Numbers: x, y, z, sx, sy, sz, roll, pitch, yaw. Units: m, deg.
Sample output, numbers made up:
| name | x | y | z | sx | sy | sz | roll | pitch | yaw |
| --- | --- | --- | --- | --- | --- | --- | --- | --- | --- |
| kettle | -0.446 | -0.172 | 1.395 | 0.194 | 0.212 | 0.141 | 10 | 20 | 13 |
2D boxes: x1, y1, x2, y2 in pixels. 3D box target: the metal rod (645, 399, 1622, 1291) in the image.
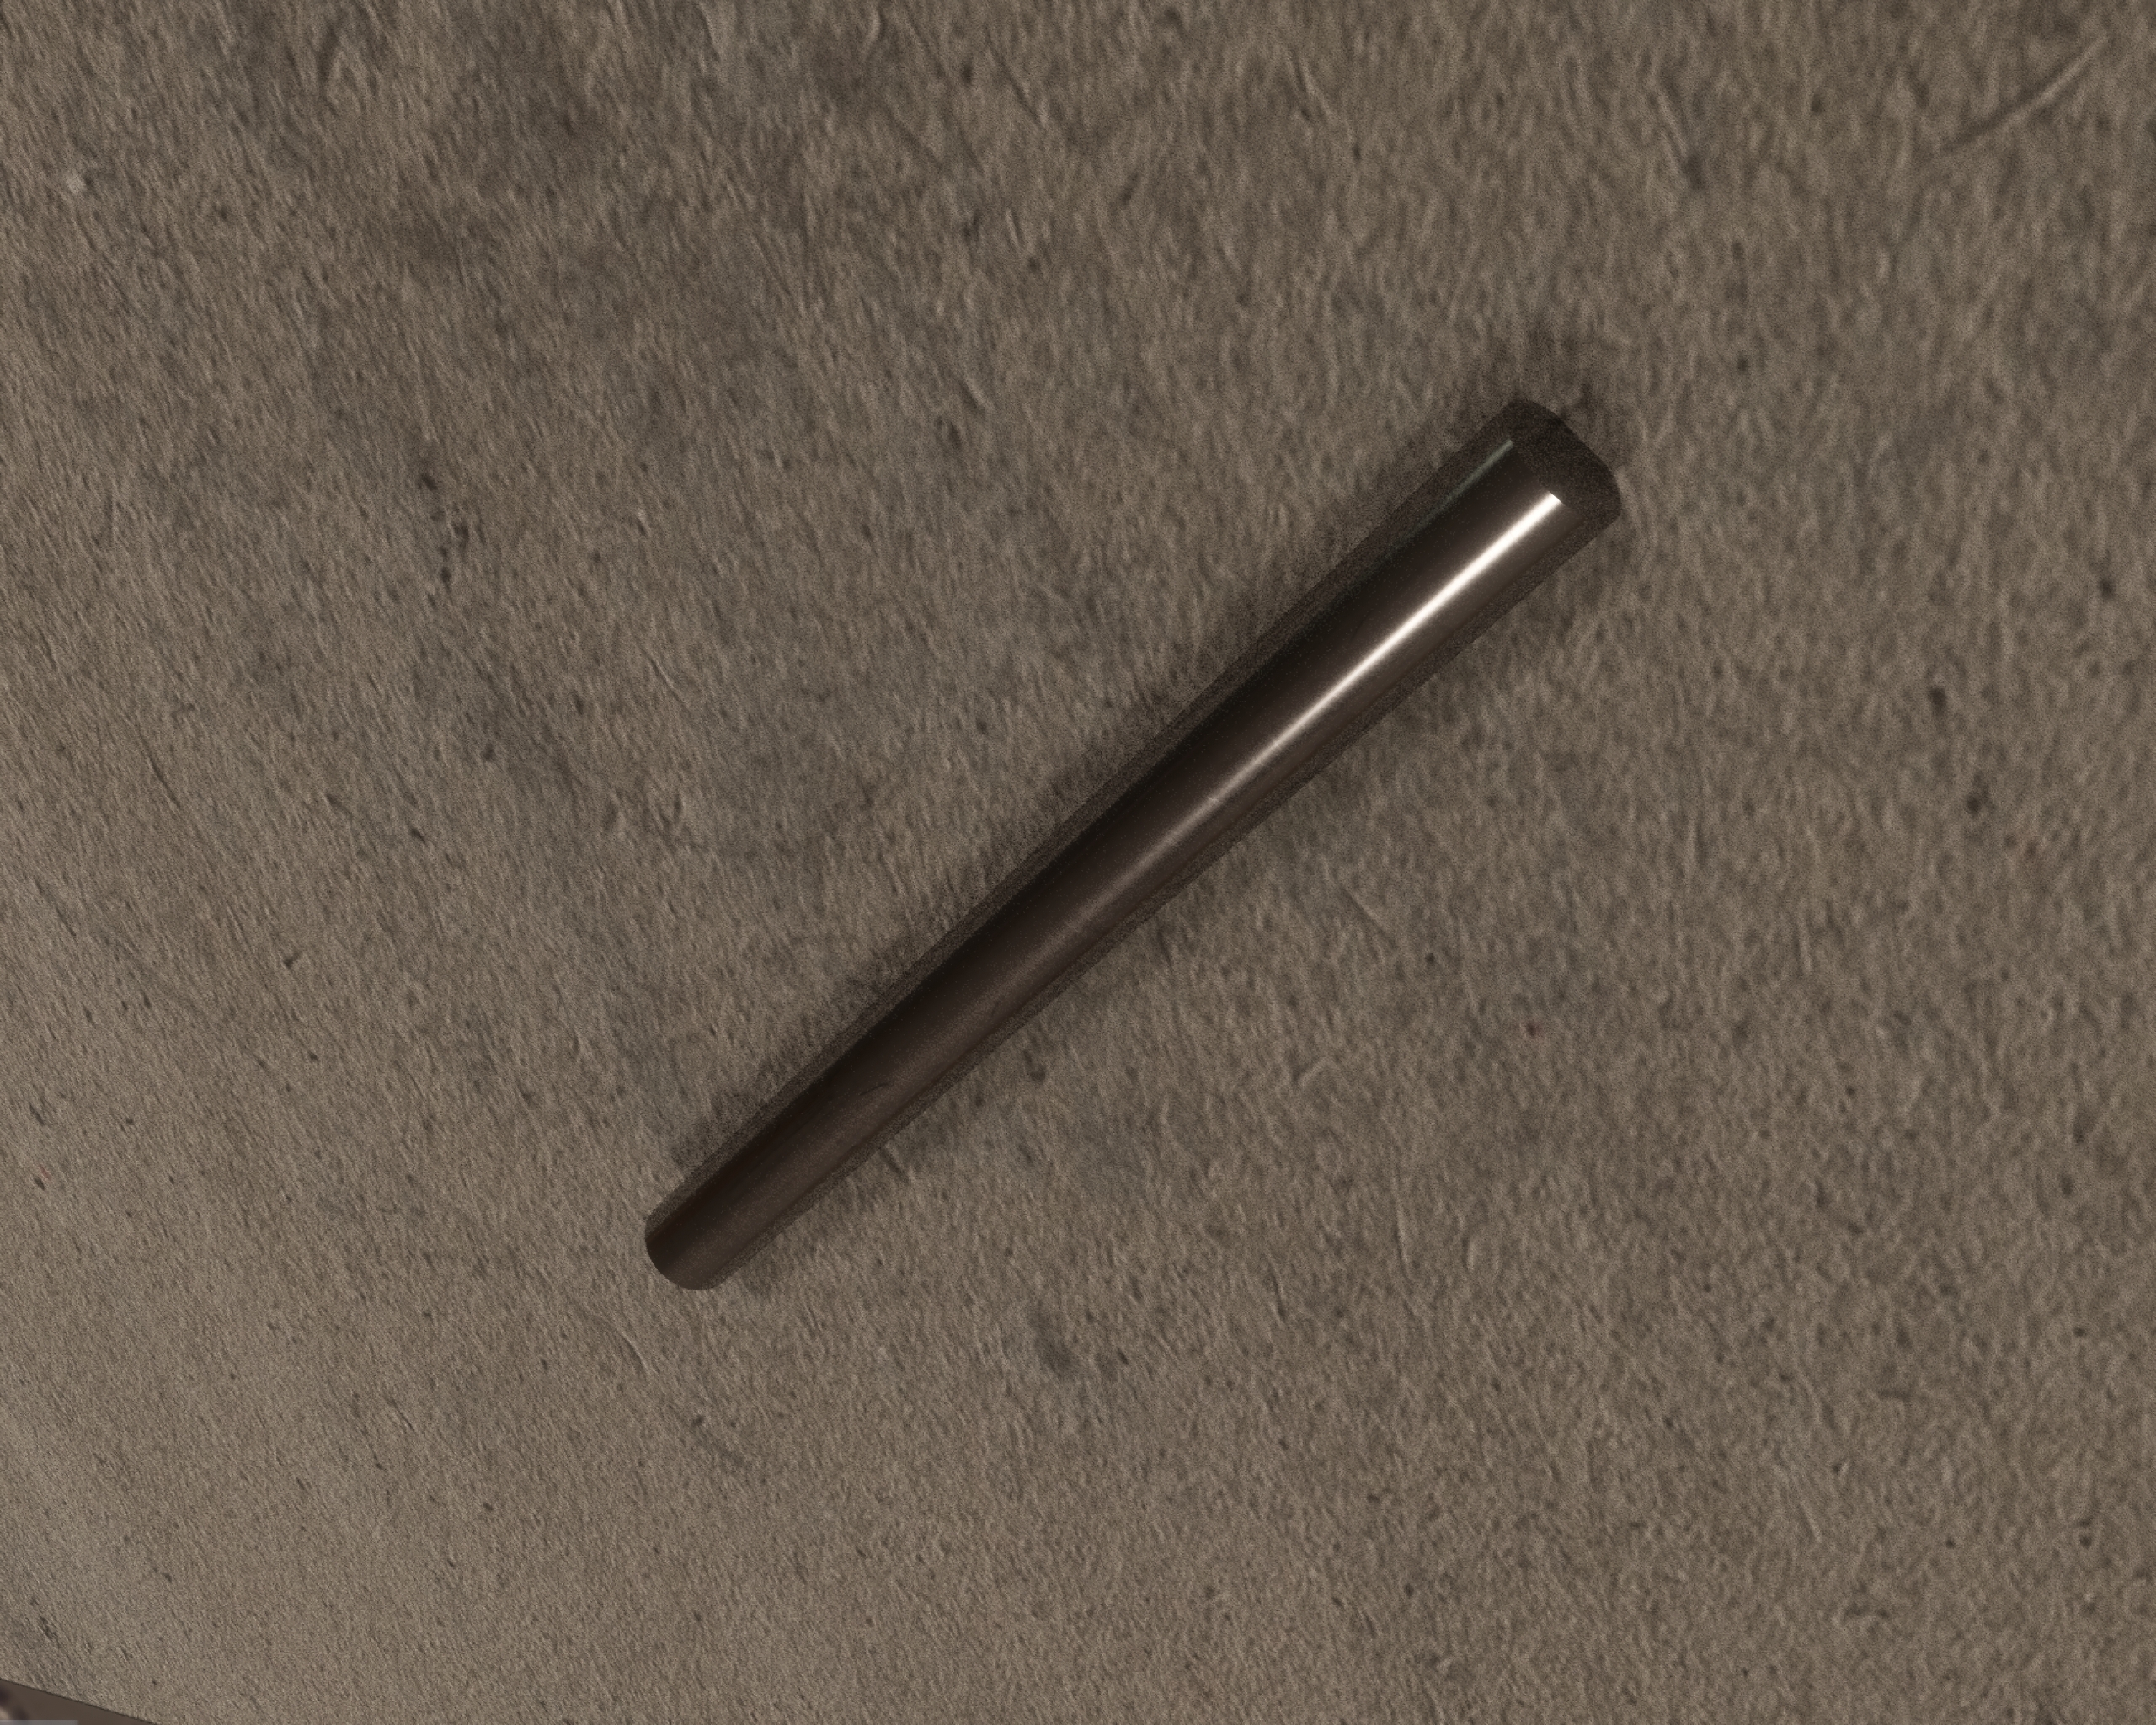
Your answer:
| name | x | y | z | sx | sy | sz | roll | pitch | yaw |
| --- | --- | --- | --- | --- | --- | --- | --- | --- | --- |
| metal rod | -0.009 | 0.015 | 0.422 | 0.025 | 0.025 | 0.299 | 45 | 129 | -3 |
